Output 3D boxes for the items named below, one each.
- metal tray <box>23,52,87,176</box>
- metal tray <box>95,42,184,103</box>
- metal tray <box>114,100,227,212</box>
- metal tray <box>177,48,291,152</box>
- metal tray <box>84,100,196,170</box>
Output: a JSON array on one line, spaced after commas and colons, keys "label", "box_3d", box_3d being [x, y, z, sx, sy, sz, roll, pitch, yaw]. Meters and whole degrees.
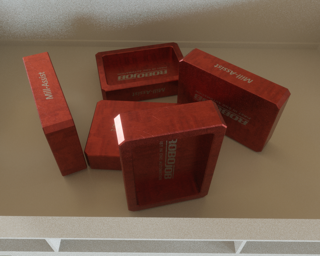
[{"label": "metal tray", "box_3d": [-0.127, -0.018, 0.374, 0.030, 0.089, 0.130, -19, 53, -16]}, {"label": "metal tray", "box_3d": [-0.026, -0.085, 0.470, 0.131, 0.030, 0.090, -10, 51, -9]}, {"label": "metal tray", "box_3d": [0.008, 0.033, 0.305, 0.091, 0.129, 0.030, -9, 51, -9]}, {"label": "metal tray", "box_3d": [0.084, -0.034, 0.390, 0.130, 0.089, 0.030, 31, 57, 23]}, {"label": "metal tray", "box_3d": [-0.020, 0.009, 0.390, 0.131, 0.030, 0.090, 3, 50, 2]}]
